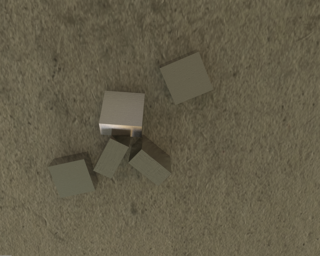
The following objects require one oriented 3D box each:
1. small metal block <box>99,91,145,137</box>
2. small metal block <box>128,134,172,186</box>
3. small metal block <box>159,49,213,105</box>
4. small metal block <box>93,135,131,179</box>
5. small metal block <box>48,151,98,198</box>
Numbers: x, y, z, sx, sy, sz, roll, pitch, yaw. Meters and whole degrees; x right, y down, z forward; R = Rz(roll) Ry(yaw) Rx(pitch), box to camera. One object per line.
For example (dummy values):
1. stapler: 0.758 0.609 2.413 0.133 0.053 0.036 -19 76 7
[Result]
1. small metal block: -0.046 -0.018 0.387 0.050 0.050 0.025 4 147 -2
2. small metal block: -0.013 0.042 0.412 0.050 0.050 0.025 40 105 -14
3. small metal block: 0.032 -0.064 0.387 0.050 0.025 0.050 -22 109 7
4. small metal block: -0.061 0.030 0.407 0.025 0.050 0.050 27 108 -10
5. small metal block: -0.120 0.065 0.432 0.050 0.025 0.050 -13 110 4
